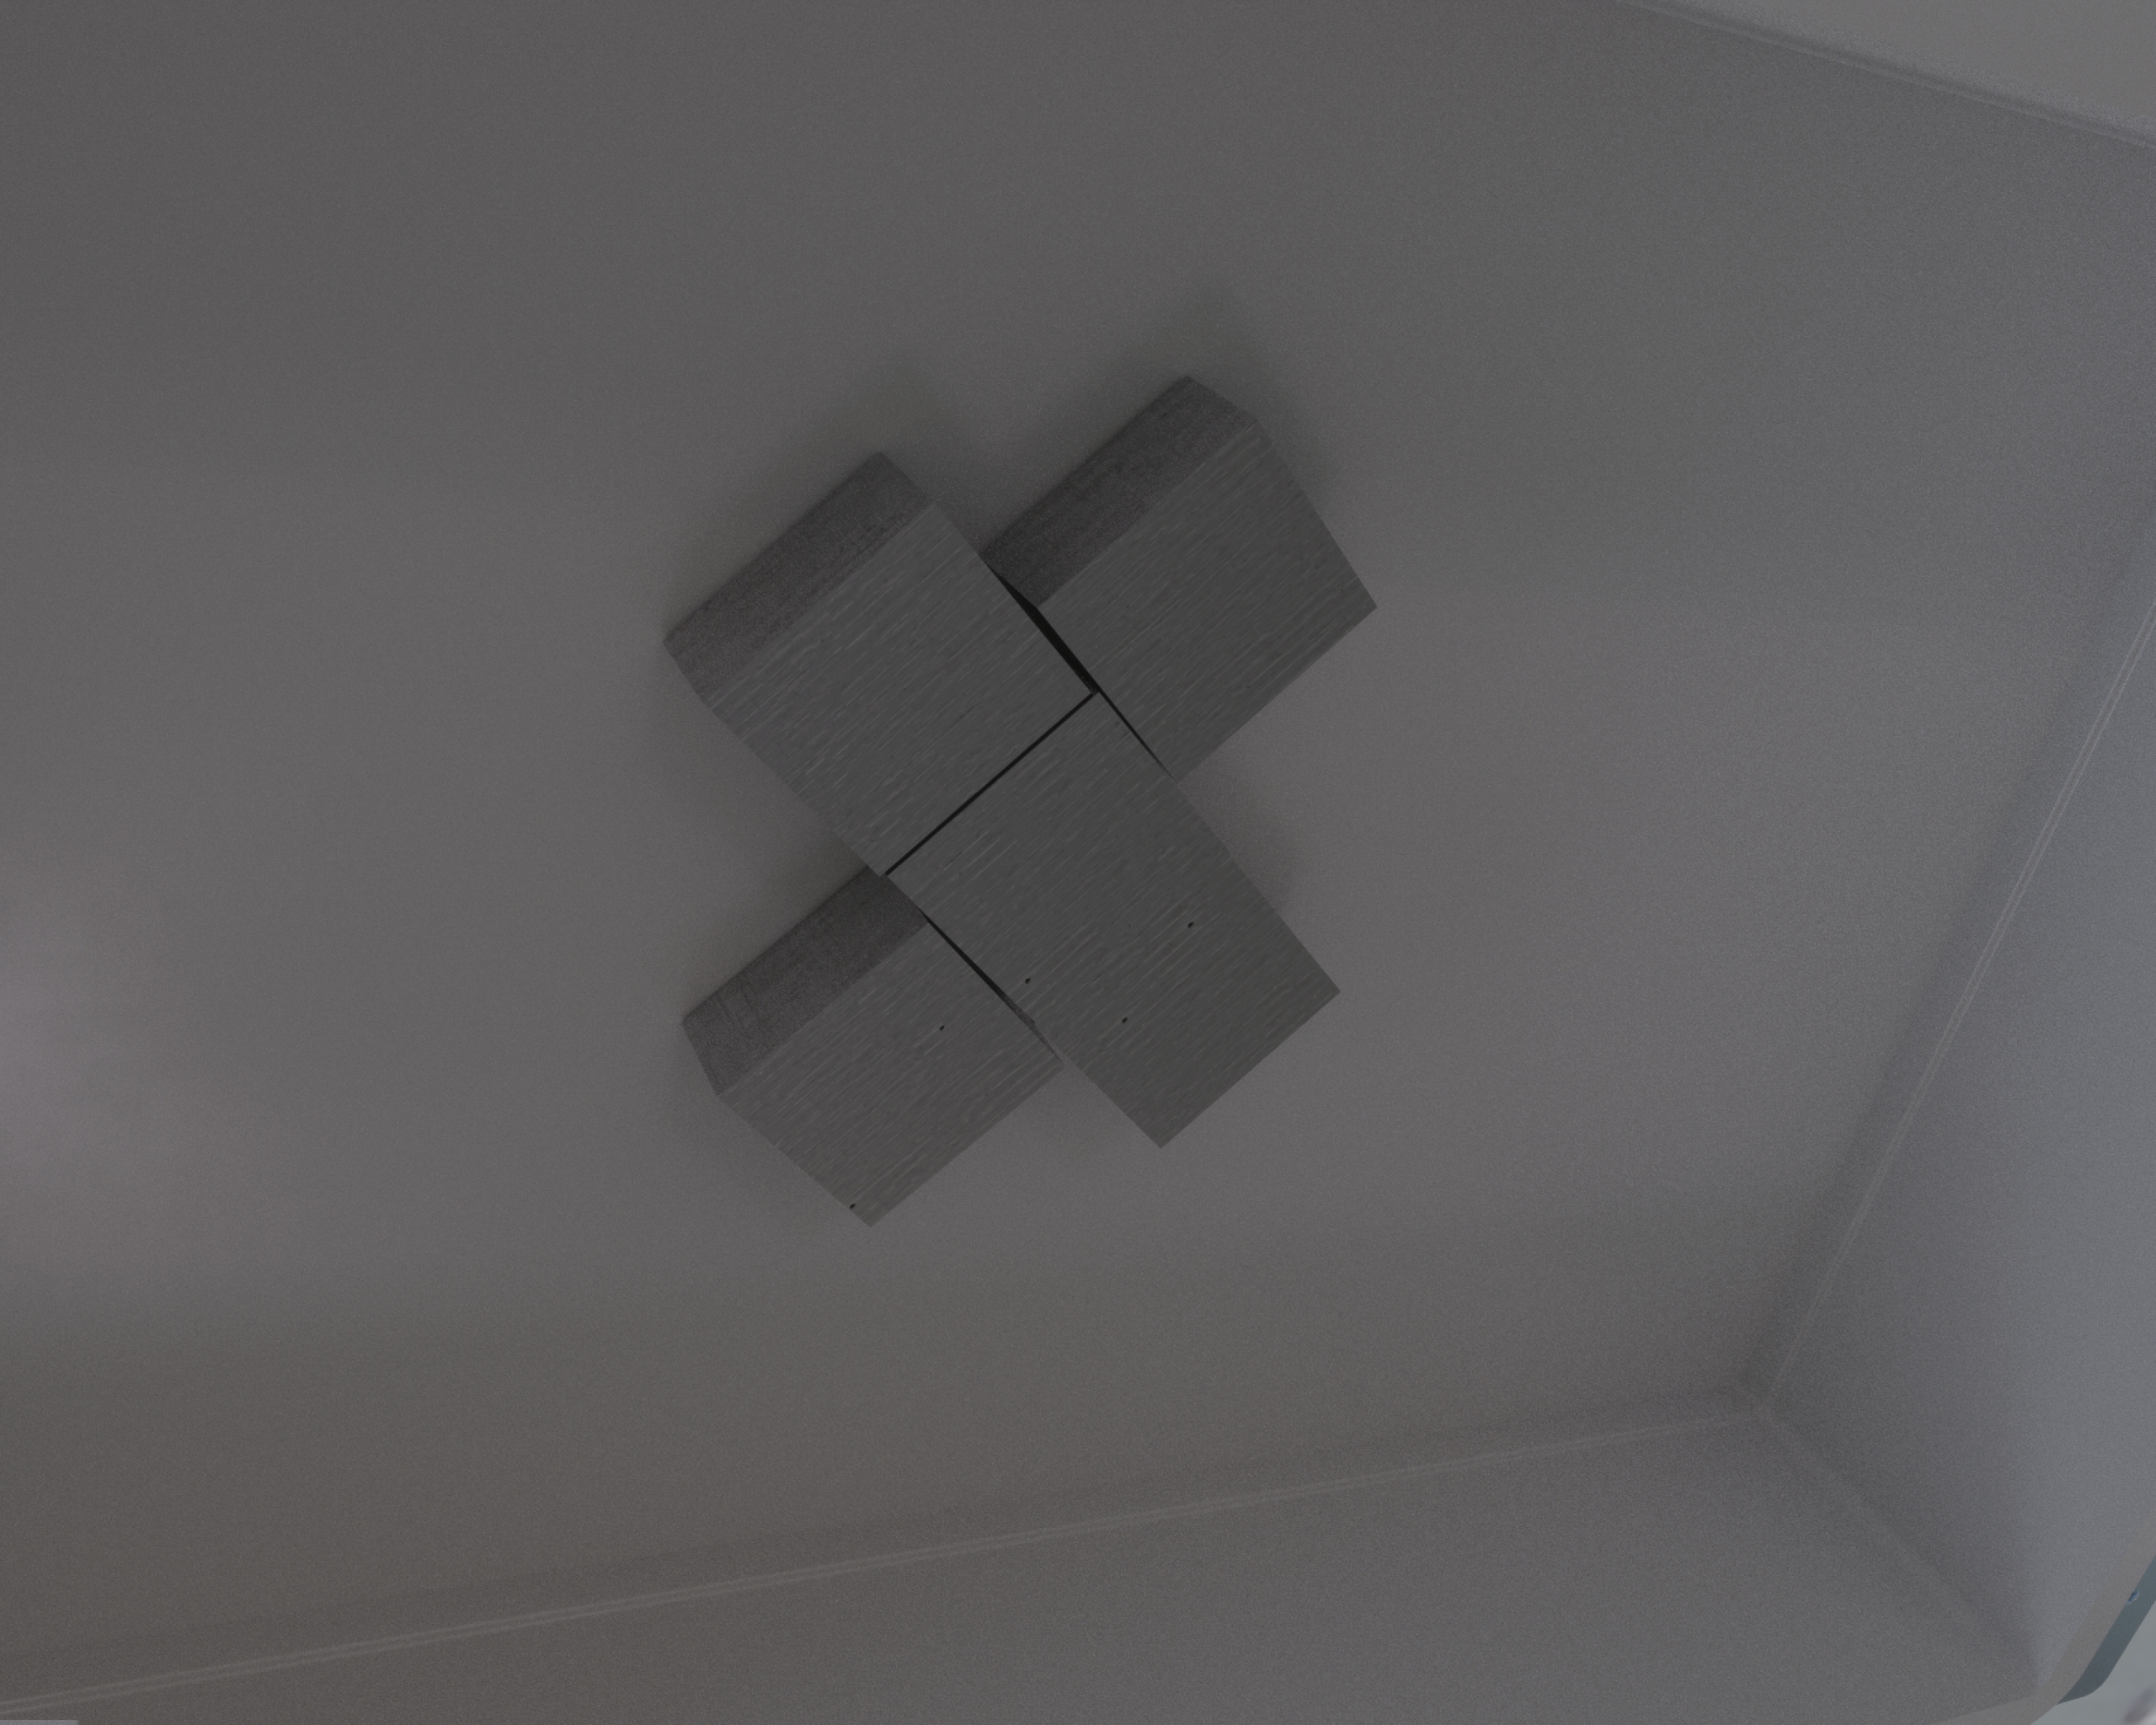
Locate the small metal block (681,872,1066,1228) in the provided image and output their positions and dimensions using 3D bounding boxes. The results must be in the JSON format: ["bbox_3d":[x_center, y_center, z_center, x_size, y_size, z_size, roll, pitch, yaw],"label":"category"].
[{"bbox_3d":[-0.039,0.036,0.407,0.050,0.025,0.050,-40,130,0],"label":"small metal block"}]

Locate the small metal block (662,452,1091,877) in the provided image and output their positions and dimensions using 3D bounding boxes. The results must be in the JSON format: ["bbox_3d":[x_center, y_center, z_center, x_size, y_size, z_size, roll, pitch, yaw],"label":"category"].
[{"bbox_3d":[-0.035,-0.034,0.366,0.050,0.025,0.050,-41,130,0],"label":"small metal block"}]

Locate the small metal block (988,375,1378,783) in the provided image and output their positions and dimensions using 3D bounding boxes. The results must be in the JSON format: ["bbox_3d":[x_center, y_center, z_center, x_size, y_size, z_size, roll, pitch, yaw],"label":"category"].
[{"bbox_3d":[0.019,-0.052,0.384,0.050,0.025,0.050,-42,130,-1],"label":"small metal block"}]

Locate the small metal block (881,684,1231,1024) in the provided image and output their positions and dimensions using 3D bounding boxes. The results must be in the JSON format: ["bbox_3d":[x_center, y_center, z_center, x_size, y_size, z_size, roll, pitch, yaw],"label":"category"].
[{"bbox_3d":[-0.007,-0.006,0.397,0.050,0.025,0.050,-41,130,0],"label":"small metal block"}]

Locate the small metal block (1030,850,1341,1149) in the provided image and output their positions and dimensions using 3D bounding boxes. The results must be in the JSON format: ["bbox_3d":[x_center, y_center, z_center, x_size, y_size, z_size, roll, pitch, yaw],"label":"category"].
[{"bbox_3d":[0.018,0.023,0.430,0.050,0.025,0.050,-41,130,0],"label":"small metal block"}]
